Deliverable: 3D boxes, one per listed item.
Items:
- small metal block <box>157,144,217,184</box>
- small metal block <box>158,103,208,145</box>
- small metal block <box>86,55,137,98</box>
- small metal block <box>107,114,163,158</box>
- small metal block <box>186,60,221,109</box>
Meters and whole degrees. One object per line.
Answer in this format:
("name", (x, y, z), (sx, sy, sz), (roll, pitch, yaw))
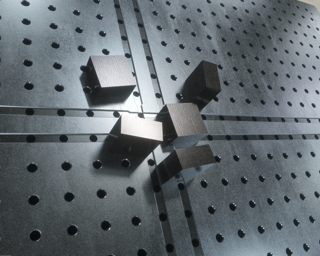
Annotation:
("small metal block", (0.032, 0.045, 0.384), (0.050, 0.050, 0.025), (-6, 65, -31))
("small metal block", (0.032, -0.007, 0.431), (0.050, 0.025, 0.050), (-5, 64, -31))
("small metal block", (-0.066, -0.070, 0.416), (0.050, 0.025, 0.050), (-9, 67, -33))
("small metal block", (-0.030, 0.011, 0.370), (0.050, 0.050, 0.025), (12, 57, -23))
("small metal block", (0.065, -0.065, 0.469), (0.025, 0.050, 0.050), (11, 57, -23))
